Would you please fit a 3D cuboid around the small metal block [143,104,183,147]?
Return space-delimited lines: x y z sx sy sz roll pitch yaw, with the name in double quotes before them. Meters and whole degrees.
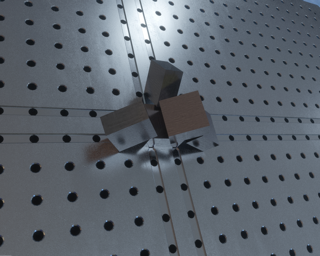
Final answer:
"small metal block" 0.001 -0.003 0.410 0.050 0.025 0.050 2 61 -27

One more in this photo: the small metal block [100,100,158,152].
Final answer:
"small metal block" -0.035 -0.001 0.361 0.050 0.050 0.025 -22 64 0

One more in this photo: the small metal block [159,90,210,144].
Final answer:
"small metal block" 0.030 -0.013 0.385 0.050 0.025 0.050 -15 65 1

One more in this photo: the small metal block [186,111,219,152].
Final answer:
"small metal block" 0.053 0.000 0.422 0.050 0.025 0.050 27 45 -52

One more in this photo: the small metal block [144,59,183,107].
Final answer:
"small metal block" 0.003 -0.060 0.417 0.025 0.050 0.050 3 25 -26
